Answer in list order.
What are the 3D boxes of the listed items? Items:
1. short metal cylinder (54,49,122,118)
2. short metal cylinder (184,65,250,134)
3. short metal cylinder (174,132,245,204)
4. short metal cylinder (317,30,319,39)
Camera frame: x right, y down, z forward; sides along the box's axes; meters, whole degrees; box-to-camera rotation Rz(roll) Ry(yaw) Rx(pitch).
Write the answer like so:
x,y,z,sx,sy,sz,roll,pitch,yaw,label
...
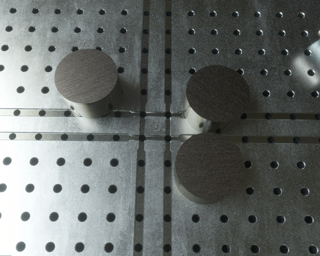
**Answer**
x,y,z,sx,sy,sz,roll,pitch,yaw,label
-0.094,-0.059,0.419,0.081,0.050,0.080,0,70,0,short metal cylinder
0.073,-0.036,0.413,0.081,0.050,0.080,0,70,-1,short metal cylinder
0.058,0.051,0.381,0.081,0.050,0.080,0,70,0,short metal cylinder
0.275,-0.139,0.437,0.080,0.080,0.050,-29,73,-10,short metal cylinder
